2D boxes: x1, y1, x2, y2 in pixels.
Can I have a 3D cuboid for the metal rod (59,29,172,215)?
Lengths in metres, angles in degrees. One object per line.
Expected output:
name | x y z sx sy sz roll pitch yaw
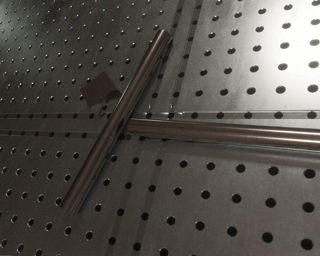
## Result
metal rod | -0.056 -0.020 0.448 0.025 0.025 0.300 14 69 33

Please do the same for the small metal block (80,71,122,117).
small metal block | -0.092 -0.054 0.488 0.050 0.025 0.050 -38 51 2

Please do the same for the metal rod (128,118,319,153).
metal rod | 0.094 0.008 0.353 0.300 0.025 0.025 4 64 29
